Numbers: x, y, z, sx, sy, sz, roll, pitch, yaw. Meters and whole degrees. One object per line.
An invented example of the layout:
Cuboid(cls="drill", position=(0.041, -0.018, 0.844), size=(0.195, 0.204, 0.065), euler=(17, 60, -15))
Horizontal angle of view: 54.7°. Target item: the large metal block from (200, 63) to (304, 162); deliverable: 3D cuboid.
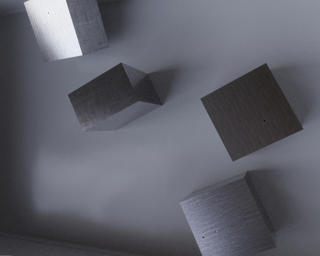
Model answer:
Cuboid(cls="large metal block", position=(0.105, -0.016, 0.360), size=(0.080, 0.050, 0.080), euler=(-28, 81, 17))

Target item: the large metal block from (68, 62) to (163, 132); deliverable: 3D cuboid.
Cuboid(cls="large metal block", position=(-0.054, -0.036, 0.399), size=(0.080, 0.080, 0.050), euler=(-27, 81, 18))

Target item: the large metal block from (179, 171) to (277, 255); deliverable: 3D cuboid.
Cuboid(cls="large metal block", position=(0.082, 0.106, 0.368), size=(0.080, 0.050, 0.080), euler=(-26, 82, 18))

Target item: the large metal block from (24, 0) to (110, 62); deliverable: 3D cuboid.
Cuboid(cls="large metal block", position=(-0.124, -0.137, 0.415), size=(0.080, 0.050, 0.079), euler=(1, 113, 36))
